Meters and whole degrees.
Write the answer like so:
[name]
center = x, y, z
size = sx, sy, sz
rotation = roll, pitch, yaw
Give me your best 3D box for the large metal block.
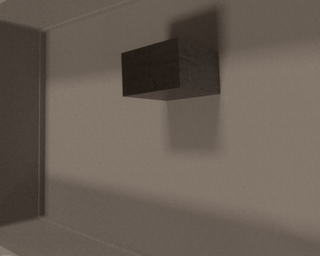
[large metal block]
center = 0.013, -0.063, 0.358
size = 0.080, 0.081, 0.050
rotation = -4, 88, 39
